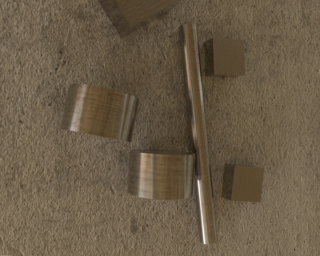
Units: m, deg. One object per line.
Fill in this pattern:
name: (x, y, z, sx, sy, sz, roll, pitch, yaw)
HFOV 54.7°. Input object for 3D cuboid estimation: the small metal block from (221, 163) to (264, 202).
small metal block: (0.122, 0.080, 0.454, 0.050, 0.025, 0.050, 8, 87, -20)

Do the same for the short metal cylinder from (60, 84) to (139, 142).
short metal cylinder: (-0.068, -0.016, 0.355, 0.081, 0.080, 0.050, 12, 86, -20)

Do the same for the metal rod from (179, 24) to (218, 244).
metal rod: (0.053, 0.010, 0.428, 0.025, 0.025, 0.298, -7, 92, -20)

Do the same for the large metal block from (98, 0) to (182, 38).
large metal block: (-0.031, -0.172, 0.384, 0.080, 0.050, 0.080, -35, 102, -17)

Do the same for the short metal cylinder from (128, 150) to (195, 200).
short metal cylinder: (0.002, 0.054, 0.381, 0.081, 0.080, 0.050, 3, 89, -20)

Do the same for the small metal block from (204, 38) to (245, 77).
small metal block: (0.092, -0.099, 0.443, 0.050, 0.025, 0.050, -3, 91, -20)
